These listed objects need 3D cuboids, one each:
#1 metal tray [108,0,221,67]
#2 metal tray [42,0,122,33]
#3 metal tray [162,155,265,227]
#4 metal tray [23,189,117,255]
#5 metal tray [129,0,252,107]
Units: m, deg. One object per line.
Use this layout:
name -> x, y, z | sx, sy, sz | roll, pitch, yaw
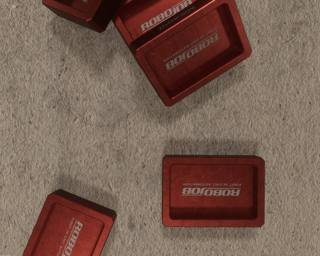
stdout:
metal tray -> 0.010, -0.147, 0.407 | 0.130, 0.030, 0.090 | -31, 90, -1
metal tray -> -0.081, -0.194, 0.388 | 0.090, 0.030, 0.130 | 28, 90, 25
metal tray -> 0.068, 0.081, 0.408 | 0.131, 0.030, 0.089 | 0, 90, -1
metal tray -> -0.123, 0.157, 0.405 | 0.090, 0.030, 0.129 | 23, 90, -1
metal tray -> 0.040, -0.097, 0.383 | 0.130, 0.030, 0.090 | -33, 126, 1
